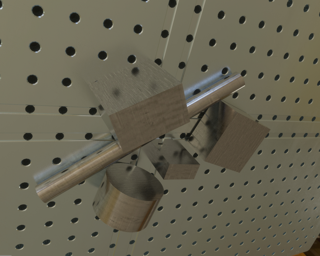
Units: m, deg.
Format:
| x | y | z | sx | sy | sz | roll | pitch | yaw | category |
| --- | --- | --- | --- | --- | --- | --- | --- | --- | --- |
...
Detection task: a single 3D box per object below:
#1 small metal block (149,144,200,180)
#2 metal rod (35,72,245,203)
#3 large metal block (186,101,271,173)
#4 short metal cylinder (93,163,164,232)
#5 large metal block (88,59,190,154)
| x | y | z | sx | sy | sz | roll | pitch | yaw | category |
| --- | --- | --- | --- | --- | --- | --- | --- | --- | --- |
| 0.020 | 0.048 | 0.437 | 0.050 | 0.050 | 0.025 | 5 | 116 | -31 | small metal block |
| -0.018 | 0.007 | 0.406 | 0.301 | 0.025 | 0.025 | -30 | 129 | -9 | metal rod |
| 0.100 | 0.012 | 0.456 | 0.080 | 0.050 | 0.080 | 21 | 107 | -36 | large metal block |
| -0.042 | 0.090 | 0.409 | 0.081 | 0.080 | 0.050 | 12 | 112 | -34 | short metal cylinder |
| -0.025 | -0.028 | 0.347 | 0.080 | 0.080 | 0.050 | -25 | 128 | -13 | large metal block |
